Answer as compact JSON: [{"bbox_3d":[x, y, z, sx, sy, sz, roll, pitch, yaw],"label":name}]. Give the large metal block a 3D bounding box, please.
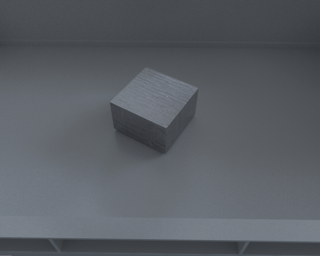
[{"bbox_3d":[-0.006,-0.025,0.406,0.080,0.050,0.080,25,54,19],"label":"large metal block"}]
